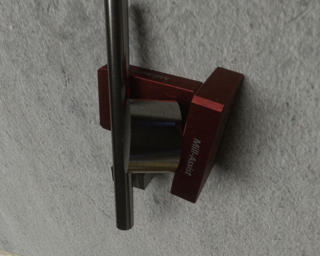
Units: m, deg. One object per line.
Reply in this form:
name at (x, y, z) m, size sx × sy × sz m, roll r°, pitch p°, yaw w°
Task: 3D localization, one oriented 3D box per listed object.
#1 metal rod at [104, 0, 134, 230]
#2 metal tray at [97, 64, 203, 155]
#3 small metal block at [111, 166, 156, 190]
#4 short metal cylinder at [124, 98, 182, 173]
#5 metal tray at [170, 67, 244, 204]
metal rod at (-0.048, -0.002, 0.380) m, size 0.025 × 0.025 × 0.298 m, roll 10°, pitch 114°, yaw 22°
metal tray at (-0.015, -0.027, 0.394) m, size 0.130 × 0.030 × 0.089 m, roll 17°, pitch 125°, yaw 18°
small metal block at (-0.034, 0.057, 0.444) m, size 0.050 × 0.050 × 0.025 m, roll 12°, pitch 123°, yaw 21°
short metal cylinder at (-0.011, 0.009, 0.335) m, size 0.050 × 0.080 × 0.079 m, roll 2°, pitch 126°, yaw -12°
metal tray at (0.051, 0.008, 0.343) m, size 0.030 × 0.090 × 0.129 m, roll 21°, pitch 126°, yaw 16°
